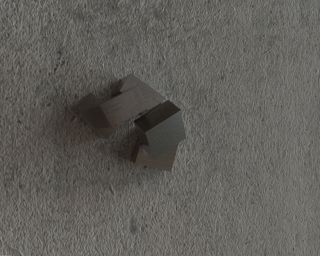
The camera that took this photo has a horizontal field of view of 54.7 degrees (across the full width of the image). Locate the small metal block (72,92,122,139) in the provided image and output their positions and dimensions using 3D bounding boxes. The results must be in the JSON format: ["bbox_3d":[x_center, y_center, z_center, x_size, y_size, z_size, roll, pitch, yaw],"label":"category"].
[{"bbox_3d":[-0.077,-0.014,0.369,0.025,0.050,0.050,-47,105,-14],"label":"small metal block"}]

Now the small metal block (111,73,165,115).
[{"bbox_3d":[-0.029,-0.040,0.387,0.050,0.050,0.025,34,79,-17],"label":"small metal block"}]

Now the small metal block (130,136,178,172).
[{"bbox_3d":[-0.006,0.027,0.409,0.050,0.025,0.050,17,84,-20],"label":"small metal block"}]

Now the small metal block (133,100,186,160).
[{"bbox_3d":[0.001,0.002,0.372,0.050,0.025,0.050,-33,138,-17],"label":"small metal block"}]

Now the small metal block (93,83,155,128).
[{"bbox_3d":[-0.040,-0.023,0.330,0.050,0.050,0.025,-31,101,-18],"label":"small metal block"}]
